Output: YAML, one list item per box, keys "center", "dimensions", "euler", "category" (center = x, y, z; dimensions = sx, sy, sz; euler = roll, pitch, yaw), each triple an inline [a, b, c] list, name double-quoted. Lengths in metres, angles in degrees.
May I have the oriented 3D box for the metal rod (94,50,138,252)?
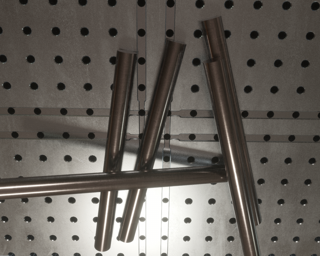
- center: [-0.064, 0.045, 0.428]
  dimensions: [0.025, 0.025, 0.298]
  euler: [9, 110, -4]
  category: "metal rod"

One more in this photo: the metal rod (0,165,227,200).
- center: [-0.050, 0.069, 0.402]
  dimensions: [0.302, 0.025, 0.025]
  euler: [-2, 111, -14]
  category: "metal rod"

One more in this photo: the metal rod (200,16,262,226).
- center: [0.100, 0.005, 0.416]
  dimensions: [0.025, 0.025, 0.298]
  euler: [-15, 110, 5]
  category: "metal rod"

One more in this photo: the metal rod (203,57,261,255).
- center: [0.100, 0.056, 0.411]
  dimensions: [0.025, 0.025, 0.298]
  euler: [-14, 110, 5]
  category: "metal rod"

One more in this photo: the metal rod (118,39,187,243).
- center: [-0.016, 0.031, 0.424]
  dimensions: [0.025, 0.025, 0.298]
  euler: [13, 110, -5]
  category: "metal rod"
